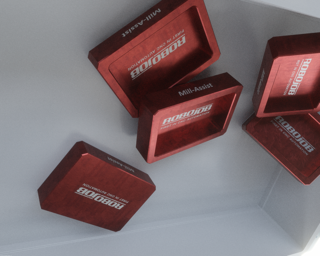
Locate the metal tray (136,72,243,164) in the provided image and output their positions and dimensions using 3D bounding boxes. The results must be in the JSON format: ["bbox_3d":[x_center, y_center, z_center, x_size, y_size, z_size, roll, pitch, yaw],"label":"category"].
[{"bbox_3d":[0.036,-0.013,0.392,0.131,0.030,0.089,-19,141,-27],"label":"metal tray"}]

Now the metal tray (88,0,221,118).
[{"bbox_3d":[-0.001,-0.081,0.347,0.130,0.030,0.090,-37,136,-4],"label":"metal tray"}]

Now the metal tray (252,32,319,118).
[{"bbox_3d":[0.174,-0.062,0.393,0.090,0.030,0.130,-5,151,4],"label":"metal tray"}]

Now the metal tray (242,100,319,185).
[{"bbox_3d":[0.204,0.011,0.473,0.130,0.030,0.090,43,94,0],"label":"metal tray"}]

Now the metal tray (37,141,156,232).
[{"bbox_3d":[-0.080,0.083,0.413,0.130,0.030,0.090,34,99,-39],"label":"metal tray"}]
